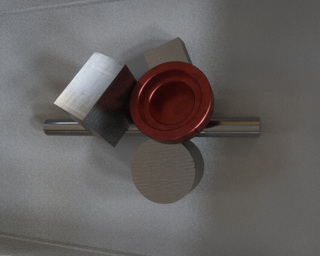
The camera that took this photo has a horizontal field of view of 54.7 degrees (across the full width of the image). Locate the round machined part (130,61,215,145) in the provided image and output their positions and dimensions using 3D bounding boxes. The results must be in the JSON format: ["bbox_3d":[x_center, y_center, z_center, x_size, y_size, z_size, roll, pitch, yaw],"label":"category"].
[{"bbox_3d":[0.017,-0.027,0.373,0.098,0.042,0.098,-6,70,18],"label":"round machined part"}]

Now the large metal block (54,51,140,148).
[{"bbox_3d":[-0.069,-0.034,0.387,0.050,0.080,0.080,28,76,28],"label":"large metal block"}]

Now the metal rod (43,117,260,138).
[{"bbox_3d":[-0.024,-0.001,0.415,0.301,0.025,0.025,0,90,19],"label":"metal rod"}]

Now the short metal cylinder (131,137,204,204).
[{"bbox_3d":[0.011,0.050,0.390,0.080,0.050,0.079,0,90,19],"label":"short metal cylinder"}]

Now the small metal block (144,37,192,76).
[{"bbox_3d":[0.014,-0.082,0.404,0.050,0.025,0.050,-22,83,18],"label":"small metal block"}]
